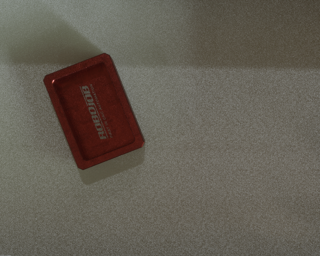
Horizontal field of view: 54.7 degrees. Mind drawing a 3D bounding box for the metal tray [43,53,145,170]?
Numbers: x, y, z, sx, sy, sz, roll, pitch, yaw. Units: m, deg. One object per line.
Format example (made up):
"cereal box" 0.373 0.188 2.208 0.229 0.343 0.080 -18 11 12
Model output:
"metal tray" -0.084 -0.021 0.407 0.090 0.030 0.129 -22 90 -1
